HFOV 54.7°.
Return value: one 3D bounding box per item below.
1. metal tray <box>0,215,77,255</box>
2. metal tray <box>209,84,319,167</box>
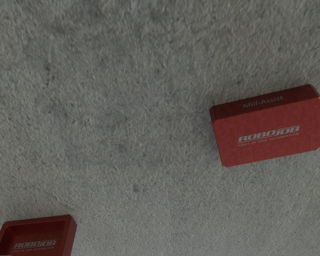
[{"bbox_3d":[-0.218,0.202,0.533,0.131,0.090,0.030,-8,130,6],"label":"metal tray"},{"bbox_3d":[0.138,0.001,0.407,0.131,0.030,0.090,-13,129,10],"label":"metal tray"}]
